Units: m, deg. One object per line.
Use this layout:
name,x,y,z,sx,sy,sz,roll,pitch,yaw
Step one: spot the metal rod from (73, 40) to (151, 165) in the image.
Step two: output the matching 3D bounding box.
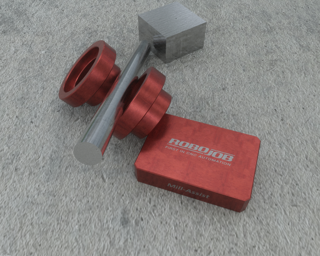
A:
metal rod,-0.044,-0.056,0.391,0.025,0.025,0.301,6,32,4

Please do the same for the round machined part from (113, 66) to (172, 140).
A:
round machined part,-0.022,-0.025,0.388,0.042,0.098,0.098,36,51,-14

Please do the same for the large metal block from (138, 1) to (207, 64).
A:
large metal block,0.019,-0.163,0.524,0.081,0.050,0.080,-28,56,-22

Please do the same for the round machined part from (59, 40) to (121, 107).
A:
round machined part,-0.092,-0.069,0.427,0.098,0.042,0.098,-33,38,30

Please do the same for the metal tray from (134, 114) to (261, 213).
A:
metal tray,0.046,0.037,0.370,0.131,0.030,0.090,15,52,12
